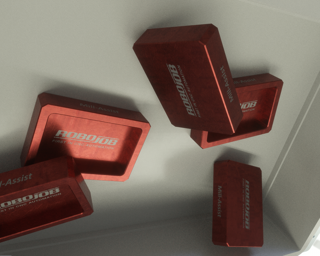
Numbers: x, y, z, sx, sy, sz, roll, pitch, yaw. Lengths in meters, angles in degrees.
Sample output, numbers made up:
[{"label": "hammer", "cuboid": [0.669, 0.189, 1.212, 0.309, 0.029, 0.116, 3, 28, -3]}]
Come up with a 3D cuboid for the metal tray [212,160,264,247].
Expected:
[{"label": "metal tray", "cuboid": [0.128, 0.123, 0.504, 0.091, 0.030, 0.129, 17, 69, -35]}]

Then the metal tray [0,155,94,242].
[{"label": "metal tray", "cuboid": [-0.150, 0.084, 0.347, 0.131, 0.030, 0.090, -16, 140, -8]}]

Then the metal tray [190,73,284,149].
[{"label": "metal tray", "cuboid": [0.111, -0.026, 0.452, 0.131, 0.030, 0.089, -12, 124, -23]}]

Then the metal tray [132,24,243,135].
[{"label": "metal tray", "cuboid": [0.035, -0.051, 0.354, 0.030, 0.090, 0.130, -56, 136, -29]}]

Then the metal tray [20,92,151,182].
[{"label": "metal tray", "cuboid": [-0.086, 0.016, 0.369, 0.131, 0.030, 0.089, 11, 113, -33]}]
